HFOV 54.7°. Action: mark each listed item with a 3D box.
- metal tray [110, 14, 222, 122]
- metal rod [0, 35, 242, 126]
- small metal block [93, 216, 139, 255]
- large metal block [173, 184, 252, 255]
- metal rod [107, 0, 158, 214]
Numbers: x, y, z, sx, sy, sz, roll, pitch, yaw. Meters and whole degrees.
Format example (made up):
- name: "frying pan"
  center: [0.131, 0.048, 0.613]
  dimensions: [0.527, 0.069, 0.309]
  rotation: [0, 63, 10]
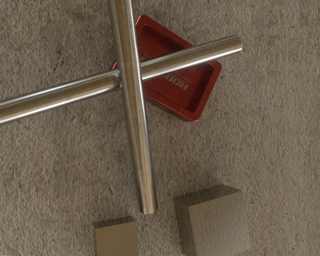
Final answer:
- name: "metal tray"
  center: [0.008, -0.075, 0.410]
  dimensions: [0.131, 0.030, 0.090]
  rotation: [28, 81, -18]
- name: "metal rod"
  center: [-0.034, -0.063, 0.364]
  dimensions: [0.302, 0.025, 0.025]
  rotation: [-20, 97, -18]
- name: "small metal block"
  center: [-0.056, 0.143, 0.389]
  dimensions: [0.050, 0.025, 0.050]
  rotation: [-5, 92, -20]
- name: "large metal block"
  center: [0.071, 0.129, 0.423]
  dimensions: [0.081, 0.050, 0.079]
  rotation: [-11, 94, -20]
- name: "metal rod"
  center: [-0.029, -0.031, 0.348]
  dimensions: [0.025, 0.025, 0.298]
  rotation: [-15, 115, -20]
